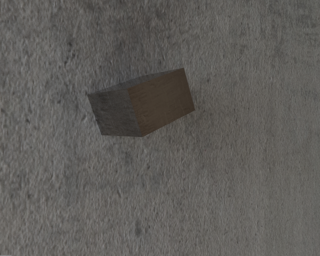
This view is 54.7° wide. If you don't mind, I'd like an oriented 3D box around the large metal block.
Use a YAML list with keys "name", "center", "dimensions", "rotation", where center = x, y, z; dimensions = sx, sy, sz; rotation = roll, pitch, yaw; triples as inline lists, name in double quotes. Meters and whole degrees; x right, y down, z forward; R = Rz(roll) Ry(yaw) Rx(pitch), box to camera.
- name: "large metal block"
  center: [-0.021, -0.029, 0.353]
  dimensions: [0.081, 0.080, 0.050]
  rotation: [-27, 108, -37]
